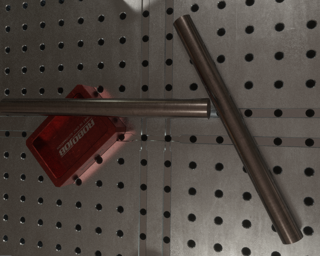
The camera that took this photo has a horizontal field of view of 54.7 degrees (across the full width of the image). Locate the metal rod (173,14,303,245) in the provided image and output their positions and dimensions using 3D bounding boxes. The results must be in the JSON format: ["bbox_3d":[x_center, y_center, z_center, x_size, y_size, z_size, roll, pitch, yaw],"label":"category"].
[{"bbox_3d":[0.091,-0.005,0.380,0.025,0.025,0.299,-28,81,17],"label":"metal rod"}]

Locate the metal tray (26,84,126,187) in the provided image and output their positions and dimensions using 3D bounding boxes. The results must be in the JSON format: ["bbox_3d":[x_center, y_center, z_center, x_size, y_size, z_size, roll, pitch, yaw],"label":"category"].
[{"bbox_3d":[-0.125,0.012,0.452,0.130,0.030,0.090,-43,77,14],"label":"metal tray"}]

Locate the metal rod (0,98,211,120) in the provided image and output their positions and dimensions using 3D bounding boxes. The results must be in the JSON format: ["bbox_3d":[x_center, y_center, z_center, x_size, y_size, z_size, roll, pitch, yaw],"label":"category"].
[{"bbox_3d":[-0.085,-0.027,0.409,0.301,0.025,0.025,2,91,19],"label":"metal rod"}]
